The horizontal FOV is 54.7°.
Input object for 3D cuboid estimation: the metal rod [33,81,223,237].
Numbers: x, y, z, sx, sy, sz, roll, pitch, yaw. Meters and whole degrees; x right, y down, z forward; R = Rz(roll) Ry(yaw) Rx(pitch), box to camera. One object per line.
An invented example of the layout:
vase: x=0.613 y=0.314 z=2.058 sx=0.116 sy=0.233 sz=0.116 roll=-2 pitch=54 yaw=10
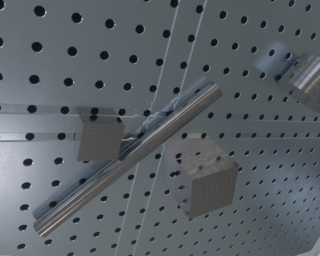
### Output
metal rod: x=-0.040 y=0.040 z=0.413 sx=0.301 sy=0.025 sz=0.025 roll=-39 pitch=129 yaw=-2

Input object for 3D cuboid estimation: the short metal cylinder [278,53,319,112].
short metal cylinder: x=0.225 y=-0.066 z=0.459 sx=0.080 sy=0.080 sz=0.050 roll=33 pitch=100 yaw=-38

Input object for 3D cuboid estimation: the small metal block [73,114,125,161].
small metal block: x=-0.075 y=0.012 z=0.378 sx=0.050 sy=0.025 sz=0.050 roll=2 pitch=118 yaw=-30

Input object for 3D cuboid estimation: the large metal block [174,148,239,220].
large metal block: x=0.071 y=0.086 z=0.488 sx=0.081 sy=0.050 sz=0.079 roll=-13 pitch=124 yaw=-22
